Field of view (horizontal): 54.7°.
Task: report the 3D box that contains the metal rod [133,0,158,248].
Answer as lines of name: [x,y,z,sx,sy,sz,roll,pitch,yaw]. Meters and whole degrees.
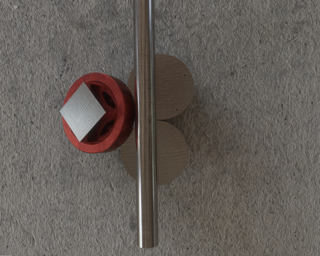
metal rod: [-0.017,-0.014,0.361,0.025,0.025,0.298,-1,90,0]

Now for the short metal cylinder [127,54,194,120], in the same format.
short metal cylinder: [0.001,-0.050,0.399,0.081,0.050,0.079,0,90,0]

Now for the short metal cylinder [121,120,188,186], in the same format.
short metal cylinder: [-0.007,0.030,0.398,0.081,0.050,0.080,0,89,0]

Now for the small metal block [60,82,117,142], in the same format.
small metal block: [-0.085,-0.018,0.370,0.050,0.025,0.050,-46,68,19]

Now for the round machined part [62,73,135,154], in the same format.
round machined part: [-0.072,-0.017,0.389,0.098,0.042,0.097,-1,87,29]
